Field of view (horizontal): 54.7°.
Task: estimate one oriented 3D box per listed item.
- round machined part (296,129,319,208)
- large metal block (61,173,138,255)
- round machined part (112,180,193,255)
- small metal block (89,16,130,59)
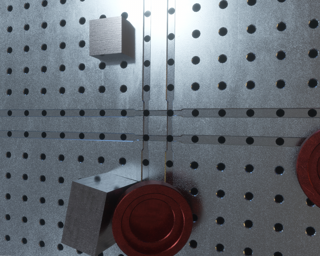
[{"bbox_3d":[0.199,0.043,0.333,0.098,0.042,0.097,0,90,20],"label":"round machined part"},{"bbox_3d":[-0.077,0.109,0.410,0.050,0.080,0.080,13,95,22],"label":"large metal block"},{"bbox_3d":[-0.011,0.114,0.393,0.099,0.042,0.097,-1,95,-8],"label":"round machined part"},{"bbox_3d":[-0.071,-0.127,0.438,0.050,0.025,0.050,0,90,20],"label":"small metal block"}]
